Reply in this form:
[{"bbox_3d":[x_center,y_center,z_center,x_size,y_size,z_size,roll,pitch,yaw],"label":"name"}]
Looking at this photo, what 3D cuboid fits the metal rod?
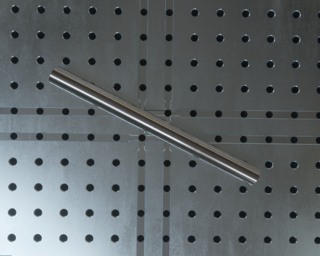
[{"bbox_3d":[-0.006,-0.003,0.413,0.301,0.025,0.025,27,90,-1],"label":"metal rod"}]
